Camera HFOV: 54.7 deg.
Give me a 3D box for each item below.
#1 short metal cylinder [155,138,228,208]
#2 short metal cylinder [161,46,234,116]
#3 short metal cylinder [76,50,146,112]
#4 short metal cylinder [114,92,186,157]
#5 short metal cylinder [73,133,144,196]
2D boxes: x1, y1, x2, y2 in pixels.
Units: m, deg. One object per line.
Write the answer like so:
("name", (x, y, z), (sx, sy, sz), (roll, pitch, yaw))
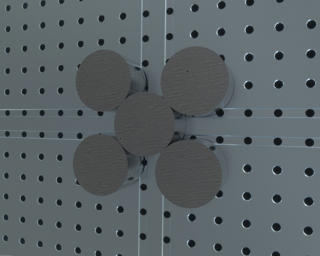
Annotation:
("short metal cylinder", (0.040, 0.053, 0.384), (0.080, 0.050, 0.079), (0, 90, 19))
("short metal cylinder", (0.047, -0.054, 0.380), (0.080, 0.050, 0.079), (0, 90, 19))
("short metal cylinder", (-0.065, -0.061, 0.420), (0.080, 0.050, 0.079), (0, 90, 19))
("short metal cylinder", (-0.012, -0.005, 0.402), (0.080, 0.050, 0.079), (0, 90, 19))
("short metal cylinder", (-0.069, 0.047, 0.421), (0.080, 0.050, 0.079), (0, 90, 19))
